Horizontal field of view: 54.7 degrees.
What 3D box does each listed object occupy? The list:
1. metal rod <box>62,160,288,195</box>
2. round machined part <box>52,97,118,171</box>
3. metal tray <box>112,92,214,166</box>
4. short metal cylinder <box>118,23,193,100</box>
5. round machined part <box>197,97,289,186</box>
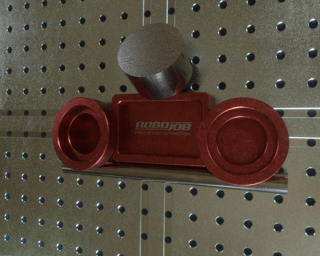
[{"bbox_3d":[0.005,0.059,0.406,0.301,0.025,0.025,2,91,19],"label":"metal rod"},{"bbox_3d":[-0.098,0.008,0.429,0.098,0.042,0.097,-1,87,28],"label":"round machined part"},{"bbox_3d":[0.002,0.000,0.404,0.130,0.030,0.089,1,91,19],"label":"metal tray"},{"bbox_3d":[-0.005,-0.081,0.381,0.080,0.050,0.080,-8,61,15],"label":"short metal cylinder"},{"bbox_3d":[0.094,0.015,0.361,0.098,0.042,0.097,0,88,12],"label":"round machined part"}]
